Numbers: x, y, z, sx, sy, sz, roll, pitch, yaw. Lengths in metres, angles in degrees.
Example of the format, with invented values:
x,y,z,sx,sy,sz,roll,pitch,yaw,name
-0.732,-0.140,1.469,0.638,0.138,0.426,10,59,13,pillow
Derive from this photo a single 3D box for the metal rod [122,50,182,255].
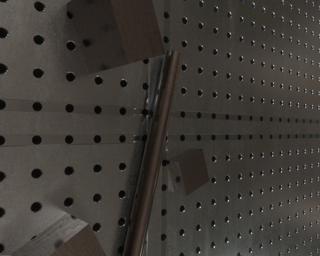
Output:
x,y,z,sx,sy,sz,roll,pitch,yaw,name
-0.011,0.043,0.402,0.025,0.025,0.299,19,78,-39,metal rod

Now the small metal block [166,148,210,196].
x,y,z,sx,sy,sz,roll,pitch,yaw,name
0.041,0.062,0.446,0.050,0.025,0.050,-23,105,-38,small metal block

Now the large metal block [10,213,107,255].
x,y,z,sx,sy,sz,roll,pitch,yaw,name
-0.099,0.148,0.312,0.081,0.050,0.080,-35,112,-35,large metal block

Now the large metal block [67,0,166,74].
x,y,z,sx,sy,sz,roll,pitch,yaw,name
-0.048,-0.108,0.334,0.050,0.080,0.080,-26,107,-37,large metal block
